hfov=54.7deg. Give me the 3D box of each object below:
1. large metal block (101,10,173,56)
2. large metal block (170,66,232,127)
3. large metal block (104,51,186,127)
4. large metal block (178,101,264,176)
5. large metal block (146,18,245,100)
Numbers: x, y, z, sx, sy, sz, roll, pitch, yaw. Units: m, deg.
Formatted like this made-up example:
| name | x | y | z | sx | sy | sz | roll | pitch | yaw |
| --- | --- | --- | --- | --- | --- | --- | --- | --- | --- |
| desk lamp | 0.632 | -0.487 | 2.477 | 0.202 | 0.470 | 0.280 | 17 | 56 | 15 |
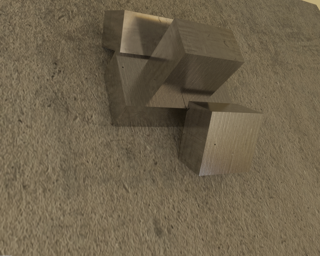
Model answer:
| name | x | y | z | sx | sy | sz | roll | pitch | yaw |
| --- | --- | --- | --- | --- | --- | --- | --- | --- | --- |
| large metal block | -0.028 | -0.129 | 0.428 | 0.081 | 0.050 | 0.080 | 0 | 18 | -28 |
| large metal block | 0.049 | -0.048 | 0.445 | 0.081 | 0.050 | 0.080 | 1 | 62 | -28 |
| large metal block | -0.022 | -0.049 | 0.406 | 0.081 | 0.050 | 0.080 | 1 | 62 | -28 |
| large metal block | 0.077 | 0.012 | 0.398 | 0.081 | 0.079 | 0.050 | 1 | 18 | -29 |
| large metal block | 0.040 | -0.080 | 0.378 | 0.081 | 0.080 | 0.050 | 1 | 61 | -28 |
